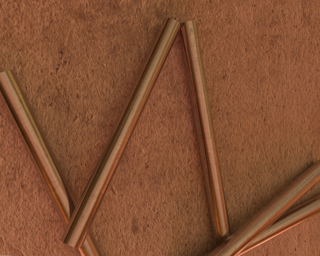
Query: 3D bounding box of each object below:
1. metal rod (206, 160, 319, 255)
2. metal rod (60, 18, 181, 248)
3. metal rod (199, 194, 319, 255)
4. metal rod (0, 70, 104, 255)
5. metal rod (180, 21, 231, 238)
[{"bbox_3d":[0.148,0.133,0.448,0.302,0.025,0.025,-31,100,-23],"label":"metal rod"},{"bbox_3d":[-0.041,-0.005,0.379,0.025,0.025,0.299,28,75,-18],"label":"metal rod"},{"bbox_3d":[0.151,0.160,0.464,0.302,0.025,0.025,-19,97,-19],"label":"metal rod"},{"bbox_3d":[-0.117,0.076,0.365,0.025,0.025,0.299,-26,99,-18],"label":"metal rod"},{"bbox_3d":[0.063,0.004,0.432,0.025,0.025,0.298,-11,94,-20],"label":"metal rod"}]
